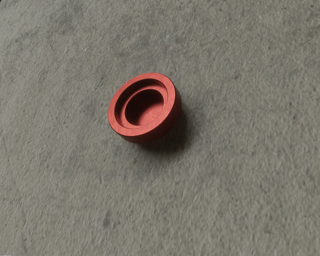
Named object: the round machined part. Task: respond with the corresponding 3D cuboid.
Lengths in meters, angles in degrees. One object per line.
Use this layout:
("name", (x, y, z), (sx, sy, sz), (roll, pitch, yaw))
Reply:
("round machined part", (-0.016, -0.023, 0.414), (0.098, 0.042, 0.098), (-13, 56, 20))
